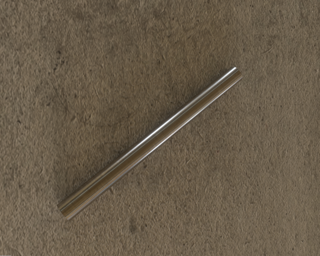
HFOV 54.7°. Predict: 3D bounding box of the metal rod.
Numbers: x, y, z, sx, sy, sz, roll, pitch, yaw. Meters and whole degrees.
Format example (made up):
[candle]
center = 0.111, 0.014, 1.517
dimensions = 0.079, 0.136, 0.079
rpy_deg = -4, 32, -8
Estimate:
[metal rod]
center = -0.002, 0.011, 0.411
dimensions = 0.301, 0.025, 0.025
rpy_deg = -39, 103, -16
